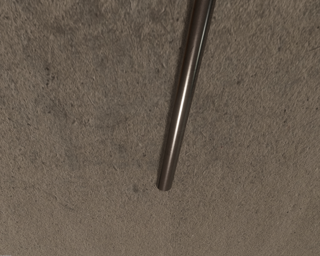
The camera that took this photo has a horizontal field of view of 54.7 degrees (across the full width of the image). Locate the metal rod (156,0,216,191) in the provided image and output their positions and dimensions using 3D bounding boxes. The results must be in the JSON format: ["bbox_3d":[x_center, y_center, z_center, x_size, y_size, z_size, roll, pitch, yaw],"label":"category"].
[{"bbox_3d":[0.025,-0.024,0.387,0.025,0.025,0.298,5,130,-5],"label":"metal rod"}]
